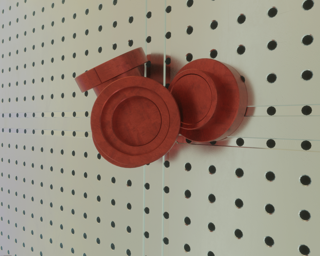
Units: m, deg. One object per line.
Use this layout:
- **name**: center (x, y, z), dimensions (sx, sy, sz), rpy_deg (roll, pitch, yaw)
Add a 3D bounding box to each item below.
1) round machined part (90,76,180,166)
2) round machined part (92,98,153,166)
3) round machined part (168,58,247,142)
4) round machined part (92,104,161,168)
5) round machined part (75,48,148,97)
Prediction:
- **round machined part**: center (-0.025, -0.007, 0.355), dimensions (0.099, 0.042, 0.097), rpy_deg (0, 89, 6)
- **round machined part**: center (-0.060, 0.006, 0.446), dimensions (0.098, 0.042, 0.097), rpy_deg (0, 90, 39)
- **round machined part**: center (0.046, -0.032, 0.359), dimensions (0.098, 0.042, 0.097), rpy_deg (0, 90, 39)
- **round machined part**: center (-0.039, 0.003, 0.398), dimensions (0.099, 0.042, 0.097), rpy_deg (0, 87, 2)
- **round machined part**: center (-0.059, -0.068, 0.415), dimensions (0.098, 0.099, 0.042), rpy_deg (-16, 106, 38)
